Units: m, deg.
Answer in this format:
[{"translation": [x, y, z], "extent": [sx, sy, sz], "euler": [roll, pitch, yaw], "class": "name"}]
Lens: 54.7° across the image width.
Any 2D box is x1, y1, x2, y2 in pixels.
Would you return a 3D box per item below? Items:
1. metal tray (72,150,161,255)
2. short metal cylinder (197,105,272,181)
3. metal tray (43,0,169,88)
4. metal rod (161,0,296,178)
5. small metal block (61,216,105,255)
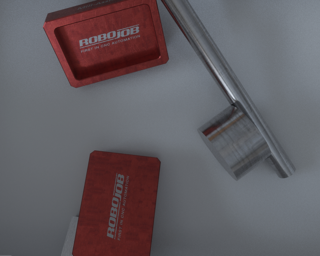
[{"translation": [-0.051, 0.099, 0.391], "extent": [0.091, 0.030, 0.129], "euler": [7, 74, -1], "class": "metal tray"}, {"translation": [0.091, 0.019, 0.385], "extent": [0.050, 0.080, 0.080], "euler": [-36, 90, 0], "class": "short metal cylinder"}, {"translation": [-0.062, -0.109, 0.383], "extent": [0.131, 0.030, 0.090], "euler": [-16, 130, -1], "class": "metal tray"}, {"translation": [0.082, -0.057, 0.379], "extent": [0.025, 0.025, 0.299], "euler": [-37, 104, 0], "class": "metal rod"}, {"translation": [-0.095, 0.145, 0.404], "extent": [0.050, 0.025, 0.050], "euler": [12, 73, 0], "class": "small metal block"}]
